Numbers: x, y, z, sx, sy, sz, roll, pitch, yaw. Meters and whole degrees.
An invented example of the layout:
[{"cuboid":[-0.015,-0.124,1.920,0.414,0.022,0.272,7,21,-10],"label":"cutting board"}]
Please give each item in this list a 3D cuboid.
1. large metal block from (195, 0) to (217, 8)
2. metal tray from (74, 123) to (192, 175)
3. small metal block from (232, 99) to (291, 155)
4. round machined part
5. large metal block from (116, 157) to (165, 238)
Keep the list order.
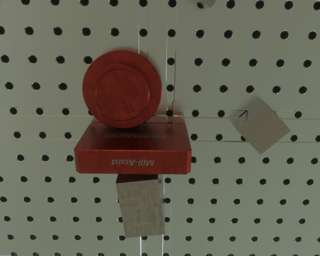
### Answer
[{"cuboid":[0.046,-0.188,0.331,0.080,0.050,0.080,36,106,-13],"label":"large metal block"},{"cuboid":[-0.030,0.023,0.386,0.131,0.090,0.030,1,110,-1],"label":"metal tray"},{"cuboid":[0.135,-0.001,0.414,0.050,0.025,0.050,-43,105,14],"label":"small metal block"},{"cuboid":[-0.047,-0.046,0.382,0.099,0.042,0.097,0,104,-1],"label":"round machined part"},{"cuboid":[-0.023,0.086,0.415,0.050,0.080,0.079,-6,110,2],"label":"large metal block"}]
